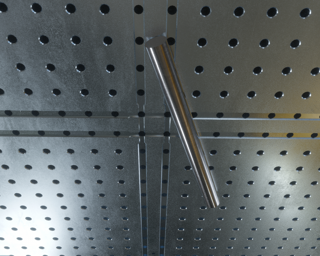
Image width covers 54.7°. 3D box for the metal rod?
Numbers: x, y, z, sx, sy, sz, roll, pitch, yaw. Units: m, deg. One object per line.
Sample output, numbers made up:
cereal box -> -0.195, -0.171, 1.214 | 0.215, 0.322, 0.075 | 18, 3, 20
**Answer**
metal rod -> 0.041, 0.015, 0.425 | 0.025, 0.025, 0.299 | -14, 129, 11
